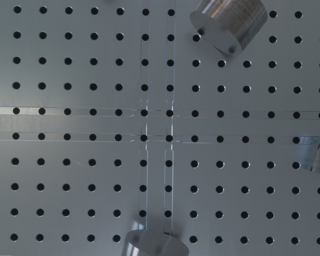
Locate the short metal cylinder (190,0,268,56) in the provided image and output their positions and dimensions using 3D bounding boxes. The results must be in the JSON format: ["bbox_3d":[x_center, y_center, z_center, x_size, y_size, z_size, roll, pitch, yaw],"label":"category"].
[{"bbox_3d":[0.084,-0.136,0.386,0.080,0.080,0.050,38,90,0],"label":"short metal cylinder"}]

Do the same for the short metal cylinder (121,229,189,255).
[{"bbox_3d":[-0.009,0.167,0.386,0.080,0.080,0.050,14,90,0],"label":"short metal cylinder"}]

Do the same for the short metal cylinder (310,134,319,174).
[{"bbox_3d":[0.237,0.042,0.388,0.080,0.080,0.050,16,90,0],"label":"short metal cylinder"}]
